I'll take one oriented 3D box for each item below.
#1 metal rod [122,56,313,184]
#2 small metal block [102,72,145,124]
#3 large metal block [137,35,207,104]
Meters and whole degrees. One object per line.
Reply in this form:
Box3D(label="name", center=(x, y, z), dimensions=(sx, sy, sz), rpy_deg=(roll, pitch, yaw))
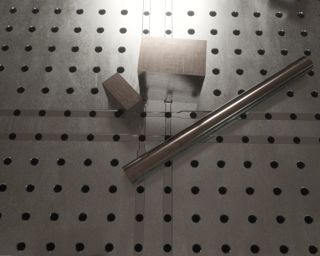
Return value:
Box3D(label="metal rod", center=(0.085, -0.016, 0.418), dimensions=(0.301, 0.025, 0.025), rpy_deg=(-31, 73, -11))
Box3D(label="small metal block", center=(-0.048, -0.039, 0.412), dimensions=(0.025, 0.050, 0.050), rpy_deg=(-40, 75, -13))
Box3D(label="large metal block", center=(0.015, -0.074, 0.410), dimensions=(0.080, 0.080, 0.050), rpy_deg=(5, 70, 1))
